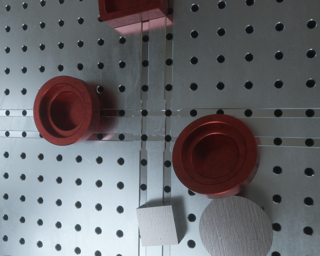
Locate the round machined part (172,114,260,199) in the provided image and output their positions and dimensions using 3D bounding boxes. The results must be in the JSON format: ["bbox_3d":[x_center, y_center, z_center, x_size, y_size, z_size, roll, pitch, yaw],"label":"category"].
[{"bbox_3d":[0.068,0.036,0.366,0.098,0.042,0.098,-11,60,21],"label":"round machined part"}]

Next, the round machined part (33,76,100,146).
[{"bbox_3d":[-0.129,-0.024,0.448,0.098,0.042,0.097,0,90,19],"label":"round machined part"}]

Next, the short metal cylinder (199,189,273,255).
[{"bbox_3d":[0.091,0.115,0.367,0.080,0.050,0.079,0,90,19],"label":"short metal cylinder"}]

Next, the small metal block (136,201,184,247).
[{"bbox_3d":[0.000,0.127,0.412,0.050,0.025,0.050,-11,86,19],"label":"small metal block"}]

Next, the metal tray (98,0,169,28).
[{"bbox_3d":[-0.041,-0.213,0.423,0.090,0.030,0.129,-6,88,19],"label":"metal tray"}]
